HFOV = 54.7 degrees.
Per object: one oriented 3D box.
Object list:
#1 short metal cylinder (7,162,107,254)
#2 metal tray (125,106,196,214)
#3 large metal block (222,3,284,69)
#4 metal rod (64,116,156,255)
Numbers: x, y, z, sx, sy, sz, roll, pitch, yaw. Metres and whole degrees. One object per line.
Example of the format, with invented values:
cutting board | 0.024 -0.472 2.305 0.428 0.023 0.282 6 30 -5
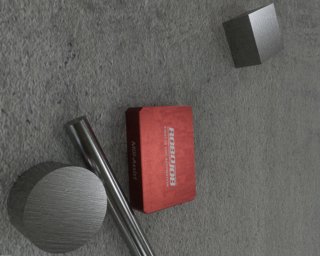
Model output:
short metal cylinder | -0.101 0.075 0.306 0.081 0.050 0.079 0 90 -40
metal tray | 0.003 0.037 0.406 0.091 0.030 0.129 -5 93 -40
large metal block | 0.160 -0.156 0.525 0.081 0.050 0.080 -34 111 -35
metal rod | -0.036 0.123 0.376 0.025 0.025 0.299 -36 112 -34
